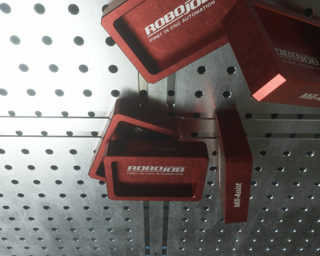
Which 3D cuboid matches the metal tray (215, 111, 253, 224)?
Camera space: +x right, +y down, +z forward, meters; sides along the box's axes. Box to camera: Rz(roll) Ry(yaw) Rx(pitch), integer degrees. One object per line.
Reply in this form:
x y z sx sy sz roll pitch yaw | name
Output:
0.095 0.054 0.415 0.030 0.090 0.129 -6 130 5 | metal tray

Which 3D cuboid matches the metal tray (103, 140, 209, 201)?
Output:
-0.006 0.059 0.418 0.131 0.030 0.089 1 130 -2 | metal tray

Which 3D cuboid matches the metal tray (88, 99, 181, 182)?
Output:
-0.038 0.030 0.432 0.091 0.030 0.129 18 128 -15 | metal tray

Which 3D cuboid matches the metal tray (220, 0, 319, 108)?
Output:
0.125 -0.065 0.283 0.131 0.090 0.030 2 150 -31 | metal tray

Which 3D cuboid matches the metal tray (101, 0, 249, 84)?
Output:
0.019 -0.112 0.313 0.130 0.030 0.090 -26 126 20 | metal tray
